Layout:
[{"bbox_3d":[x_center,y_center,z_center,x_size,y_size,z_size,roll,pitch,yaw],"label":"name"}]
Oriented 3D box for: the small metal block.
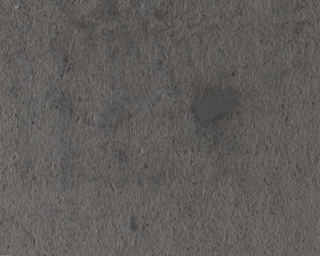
[{"bbox_3d":[0.069,-0.029,0.398,0.050,0.050,0.025,-24,90,0],"label":"small metal block"}]
